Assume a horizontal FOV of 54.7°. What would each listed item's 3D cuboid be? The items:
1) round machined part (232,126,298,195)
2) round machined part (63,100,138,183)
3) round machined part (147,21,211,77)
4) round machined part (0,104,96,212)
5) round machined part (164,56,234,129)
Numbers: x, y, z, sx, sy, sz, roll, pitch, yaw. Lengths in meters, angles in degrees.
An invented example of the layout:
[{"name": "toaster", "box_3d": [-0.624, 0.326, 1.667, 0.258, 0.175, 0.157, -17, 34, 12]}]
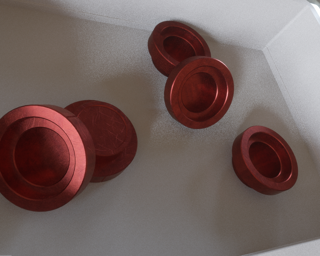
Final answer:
[{"name": "round machined part", "box_3d": [0.143, 0.049, 0.442, 0.099, 0.042, 0.098, 14, 56, -21]}, {"name": "round machined part", "box_3d": [-0.071, 0.009, 0.351, 0.099, 0.042, 0.098, 14, 56, -21]}, {"name": "round machined part", "box_3d": [0.026, -0.114, 0.478, 0.099, 0.042, 0.098, 14, 56, -21]}, {"name": "round machined part", "box_3d": [-0.108, 0.026, 0.298, 0.098, 0.098, 0.042, 46, 10, 3]}, {"name": "round machined part", "box_3d": [0.050, -0.051, 0.430, 0.099, 0.097, 0.042, 4, 16, -26]}]
